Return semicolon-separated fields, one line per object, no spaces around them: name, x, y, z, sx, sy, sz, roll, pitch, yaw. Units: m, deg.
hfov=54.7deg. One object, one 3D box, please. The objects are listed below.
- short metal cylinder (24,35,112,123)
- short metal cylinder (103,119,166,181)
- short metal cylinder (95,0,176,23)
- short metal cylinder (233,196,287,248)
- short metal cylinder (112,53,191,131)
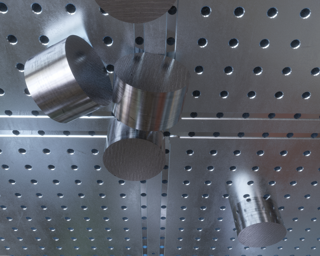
short metal cylinder;-0.094;-0.051;0.331;0.050;0.080;0.080;-22;127;17
short metal cylinder;-0.033;0.026;0.417;0.081;0.050;0.079;0;130;0
short metal cylinder;-0.021;-0.141;0.275;0.081;0.050;0.079;0;130;0
short metal cylinder;0.171;0.164;0.538;0.081;0.050;0.079;0;130;0
short metal cylinder;-0.011;-0.041;0.340;0.081;0.080;0.050;6;130;-6
